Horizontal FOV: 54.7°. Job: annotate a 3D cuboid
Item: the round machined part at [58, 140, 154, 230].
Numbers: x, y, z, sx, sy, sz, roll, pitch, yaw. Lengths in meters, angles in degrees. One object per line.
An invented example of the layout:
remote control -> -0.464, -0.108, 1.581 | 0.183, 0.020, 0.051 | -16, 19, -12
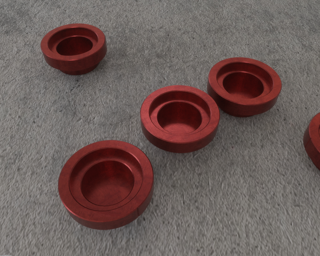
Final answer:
round machined part -> -0.056, 0.064, 0.338 | 0.099, 0.042, 0.098 | 0, 50, 0

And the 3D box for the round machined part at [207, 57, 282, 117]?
round machined part -> 0.116, -0.053, 0.438 | 0.099, 0.042, 0.098 | 0, 50, 0

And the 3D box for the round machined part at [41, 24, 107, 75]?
round machined part -> -0.134, -0.122, 0.493 | 0.099, 0.042, 0.098 | 0, 50, 0

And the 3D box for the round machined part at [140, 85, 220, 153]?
round machined part -> 0.025, -0.007, 0.398 | 0.099, 0.042, 0.098 | 0, 50, 0

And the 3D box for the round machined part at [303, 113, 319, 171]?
round machined part -> 0.223, 0.026, 0.372 | 0.099, 0.042, 0.098 | 0, 50, 0
